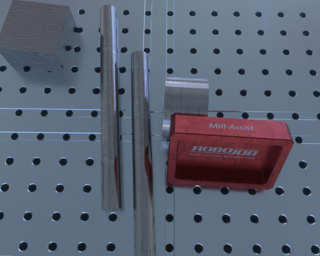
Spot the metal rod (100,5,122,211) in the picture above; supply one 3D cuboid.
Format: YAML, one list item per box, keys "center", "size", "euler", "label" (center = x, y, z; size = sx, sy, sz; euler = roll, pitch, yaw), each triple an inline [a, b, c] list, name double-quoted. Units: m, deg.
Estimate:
- center: [-0.069, -0.041, 0.426]
  size: [0.025, 0.025, 0.299]
  euler: [-4, 70, -2]
  label: "metal rod"

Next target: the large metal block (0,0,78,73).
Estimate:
- center: [-0.173, -0.131, 0.445]
  size: [0.080, 0.050, 0.080]
  euler: [8, 70, 2]
  label: "large metal block"

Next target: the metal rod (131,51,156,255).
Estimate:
- center: [-0.023, 0.035, 0.398]
  size: [0.025, 0.025, 0.299]
  euler: [-3, 70, -1]
  label: "metal rod"

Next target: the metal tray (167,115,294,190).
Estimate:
- center: [0.075, 0.031, 0.364]
  size: [0.131, 0.089, 0.030]
  euler: [4, 44, 1]
  label: "metal tray"

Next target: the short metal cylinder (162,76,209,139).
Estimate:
- center: [0.031, -0.024, 0.392]
  size: [0.050, 0.080, 0.080]
  euler: [3, 70, 1]
  label: "short metal cylinder"
